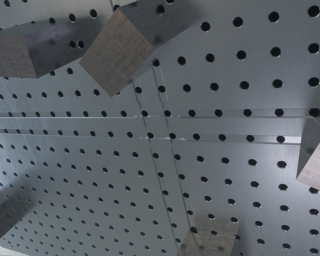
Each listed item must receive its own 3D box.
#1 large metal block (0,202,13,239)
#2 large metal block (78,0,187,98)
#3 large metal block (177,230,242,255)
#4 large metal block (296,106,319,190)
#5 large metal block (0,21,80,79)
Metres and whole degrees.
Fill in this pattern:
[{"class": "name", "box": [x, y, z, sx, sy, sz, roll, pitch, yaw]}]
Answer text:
[{"class": "large metal block", "box": [-0.410, 0.228, 0.735, 0.050, 0.080, 0.080, 9, 122, 24]}, {"class": "large metal block", "box": [-0.028, -0.089, 0.336, 0.050, 0.080, 0.080, 47, 129, -5]}, {"class": "large metal block", "box": [0.082, 0.212, 0.483, 0.080, 0.050, 0.080, -5, 116, 30]}, {"class": "large metal block", "box": [0.183, 0.025, 0.295, 0.080, 0.080, 0.050, 23, 127, 14]}, {"class": "large metal block", "box": [-0.167, -0.103, 0.401, 0.080, 0.080, 0.050, 7, 121, 25]}]
